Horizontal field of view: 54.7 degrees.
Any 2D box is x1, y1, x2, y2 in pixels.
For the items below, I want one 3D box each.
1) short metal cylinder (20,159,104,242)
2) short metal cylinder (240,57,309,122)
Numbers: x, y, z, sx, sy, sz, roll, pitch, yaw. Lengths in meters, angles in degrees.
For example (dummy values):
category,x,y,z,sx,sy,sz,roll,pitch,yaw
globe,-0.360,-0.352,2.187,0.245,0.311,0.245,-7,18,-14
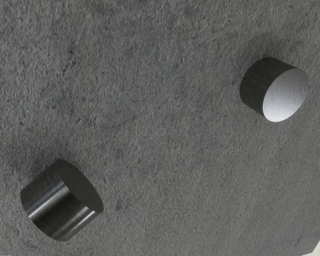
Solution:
category,x,y,z,sx,sy,sz,roll,pitch,yaw
short metal cylinder,-0.112,0.083,0.361,0.050,0.080,0.080,-40,129,-1
short metal cylinder,0.163,-0.056,0.445,0.081,0.050,0.079,-14,124,-21
